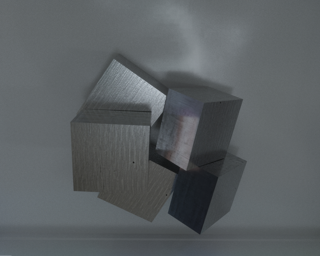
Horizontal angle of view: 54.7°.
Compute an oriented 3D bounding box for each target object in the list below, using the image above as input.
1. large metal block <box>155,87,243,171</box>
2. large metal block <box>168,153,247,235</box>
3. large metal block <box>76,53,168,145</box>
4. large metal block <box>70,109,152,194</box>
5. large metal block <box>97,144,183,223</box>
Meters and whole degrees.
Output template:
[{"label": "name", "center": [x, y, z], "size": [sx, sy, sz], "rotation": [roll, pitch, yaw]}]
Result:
[{"label": "large metal block", "center": [0.047, -0.003, 0.373], "size": [0.081, 0.050, 0.079], "rotation": [-9, 119, -46]}, {"label": "large metal block", "center": [0.062, 0.077, 0.402], "size": [0.050, 0.081, 0.079], "rotation": [26, 113, 32]}, {"label": "large metal block", "center": [-0.042, -0.033, 0.384], "size": [0.080, 0.050, 0.080], "rotation": [34, 106, -12]}, {"label": "large metal block", "center": [-0.052, 0.025, 0.350], "size": [0.081, 0.050, 0.079], "rotation": [3, 109, 0]}, {"label": "large metal block", "center": [-0.026, 0.067, 0.418], "size": [0.080, 0.050, 0.080], "rotation": [28, 107, -11]}]
